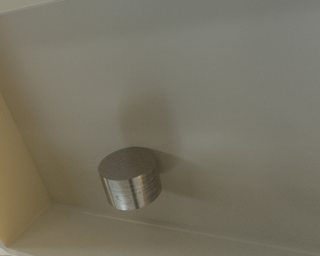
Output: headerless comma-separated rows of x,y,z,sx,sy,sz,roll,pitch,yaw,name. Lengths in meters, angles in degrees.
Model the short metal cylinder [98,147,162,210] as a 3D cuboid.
-0.041,0.069,0.436,0.080,0.080,0.050,4,120,26,short metal cylinder
